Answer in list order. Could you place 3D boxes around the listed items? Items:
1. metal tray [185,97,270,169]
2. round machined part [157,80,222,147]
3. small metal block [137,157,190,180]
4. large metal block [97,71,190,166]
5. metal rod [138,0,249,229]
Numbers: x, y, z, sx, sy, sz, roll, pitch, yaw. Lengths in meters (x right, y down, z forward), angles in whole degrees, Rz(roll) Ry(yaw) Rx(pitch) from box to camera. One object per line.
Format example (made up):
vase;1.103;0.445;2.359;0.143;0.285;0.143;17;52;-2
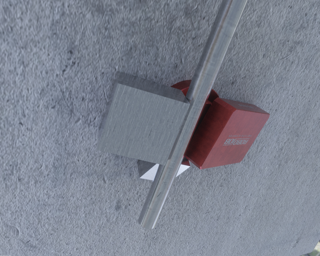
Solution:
metal tray;0.098;0.008;0.435;0.131;0.030;0.089;2;121;-52
round machined part;0.042;-0.011;0.413;0.099;0.042;0.097;-14;124;-21
small metal block;0.005;0.050;0.429;0.050;0.025;0.050;17;135;-35
large metal block;-0.022;-0.011;0.359;0.081;0.050;0.079;15;112;-15
metal rod;0.031;-0.005;0.368;0.025;0.025;0.298;8;112;-32
